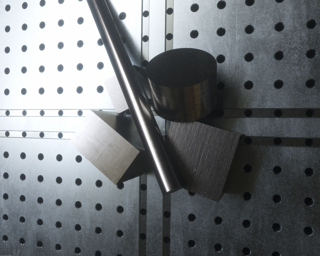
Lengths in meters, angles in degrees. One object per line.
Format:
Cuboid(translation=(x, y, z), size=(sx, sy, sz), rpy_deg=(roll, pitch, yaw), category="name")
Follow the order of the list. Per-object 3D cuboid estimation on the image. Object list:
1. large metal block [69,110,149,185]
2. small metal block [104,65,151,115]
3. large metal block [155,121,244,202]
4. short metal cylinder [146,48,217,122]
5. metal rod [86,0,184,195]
Cuboid(translation=(-0.054, 0.022, 0.401), size=(0.080, 0.080, 0.050), rpy_deg=(39, 102, 15), category="large metal block")
Cuboid(translation=(-0.042, -0.051, 0.427), size=(0.050, 0.025, 0.050), rpy_deg=(-25, 82, 18), category="small metal block")
Cuboid(translation=(0.050, 0.034, 0.381), size=(0.080, 0.050, 0.080), rpy_deg=(19, 96, 18), category="large metal block")
Cuboid(translation=(0.027, -0.052, 0.366), size=(0.080, 0.080, 0.050), rpy_deg=(9, 137, 19), category="short metal cylinder")
Cuboid(translation=(-0.040, -0.060, 0.394), size=(0.025, 0.025, 0.299), rpy_deg=(-29, 69, 17), category="metal rod")
